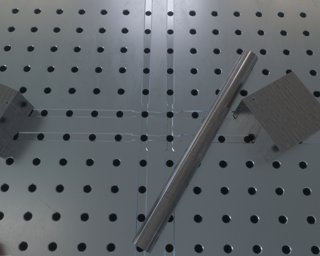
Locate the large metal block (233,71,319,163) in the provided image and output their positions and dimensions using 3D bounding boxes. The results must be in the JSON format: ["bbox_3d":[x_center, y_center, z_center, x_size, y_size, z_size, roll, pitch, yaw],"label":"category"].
[{"bbox_3d":[0.157,-0.014,0.404,0.080,0.050,0.080,-29,73,-10],"label":"large metal block"}]

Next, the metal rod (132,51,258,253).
[{"bbox_3d":[0.054,0.018,0.405,0.025,0.025,0.300,29,72,10],"label":"metal rod"}]

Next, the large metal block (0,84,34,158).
[{"bbox_3d":[-0.230,-0.018,0.403,0.080,0.050,0.080,22,72,8],"label":"large metal block"}]
